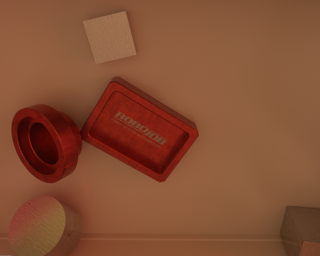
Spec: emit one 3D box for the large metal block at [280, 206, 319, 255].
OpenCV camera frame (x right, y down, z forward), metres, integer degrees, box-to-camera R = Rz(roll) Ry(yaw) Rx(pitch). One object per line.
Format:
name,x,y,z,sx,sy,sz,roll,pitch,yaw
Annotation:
large metal block,0.226,0.159,0.439,0.080,0.080,0.050,6,110,4

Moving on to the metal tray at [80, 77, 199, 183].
metal tray,-0.027,0.004,0.409,0.130,0.030,0.090,31,107,-11

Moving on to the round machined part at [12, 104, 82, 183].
round machined part,-0.138,0.017,0.391,0.098,0.042,0.097,13,115,30

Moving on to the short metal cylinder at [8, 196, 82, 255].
short metal cylinder,-0.155,0.139,0.424,0.080,0.080,0.050,-16,150,5

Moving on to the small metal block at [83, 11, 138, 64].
small metal block,-0.058,-0.108,0.371,0.050,0.025,0.050,-12,110,4
